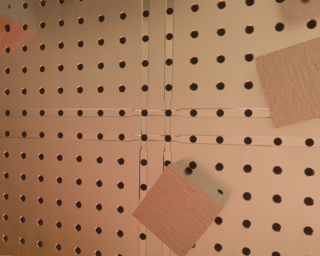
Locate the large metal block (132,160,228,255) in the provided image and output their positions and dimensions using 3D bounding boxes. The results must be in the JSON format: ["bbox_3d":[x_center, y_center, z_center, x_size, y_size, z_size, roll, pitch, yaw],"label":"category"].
[{"bbox_3d":[0.027,0.099,0.389,0.080,0.050,0.080,38,102,15],"label":"large metal block"}]

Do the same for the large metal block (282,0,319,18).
[{"bbox_3d":[0.172,-0.179,0.339,0.080,0.050,0.080,-13,86,19],"label":"large metal block"}]

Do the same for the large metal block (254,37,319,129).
[{"bbox_3d":[0.157,-0.048,0.344,0.080,0.050,0.080,-16,85,19],"label":"large metal block"}]

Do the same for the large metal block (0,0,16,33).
[{"bbox_3d":[-0.296,-0.192,0.501,0.080,0.050,0.080,-28,81,17],"label":"large metal block"}]
